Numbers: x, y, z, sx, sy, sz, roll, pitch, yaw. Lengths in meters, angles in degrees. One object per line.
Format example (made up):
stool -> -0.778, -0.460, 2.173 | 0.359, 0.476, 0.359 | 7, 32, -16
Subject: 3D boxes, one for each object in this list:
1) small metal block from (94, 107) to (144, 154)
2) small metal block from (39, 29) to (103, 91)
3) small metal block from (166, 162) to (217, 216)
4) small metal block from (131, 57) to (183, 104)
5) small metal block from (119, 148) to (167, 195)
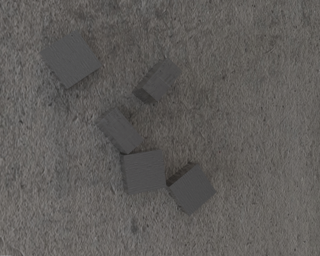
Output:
small metal block -> -0.051, 0.003, 0.377 | 0.025, 0.050, 0.050 | -42, 104, -15
small metal block -> -0.106, -0.080, 0.370 | 0.050, 0.025, 0.050 | -39, 103, -16
small metal block -> 0.041, 0.082, 0.424 | 0.050, 0.025, 0.050 | -37, 102, -16
small metal block -> -0.005, -0.058, 0.394 | 0.025, 0.050, 0.050 | 41, 77, -16
small metal block -> -0.022, 0.055, 0.401 | 0.050, 0.025, 0.050 | -8, 93, -20
